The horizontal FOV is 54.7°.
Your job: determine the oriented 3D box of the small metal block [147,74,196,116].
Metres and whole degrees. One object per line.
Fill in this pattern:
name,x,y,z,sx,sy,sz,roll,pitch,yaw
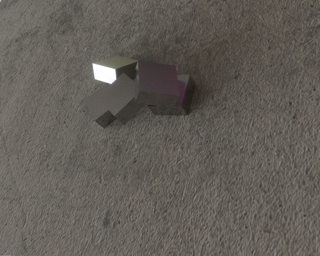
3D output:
small metal block,0.017,-0.044,0.423,0.050,0.025,0.050,2,63,29

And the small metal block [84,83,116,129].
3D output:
small metal block,-0.080,-0.035,0.467,0.050,0.025,0.050,-38,51,2

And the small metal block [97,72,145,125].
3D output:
small metal block,-0.049,-0.040,0.421,0.050,0.025,0.050,-44,51,-3

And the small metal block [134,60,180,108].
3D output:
small metal block,-0.005,-0.056,0.393,0.050,0.025,0.050,5,56,-15

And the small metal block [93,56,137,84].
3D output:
small metal block,-0.067,-0.090,0.479,0.050,0.025,0.050,20,36,35
